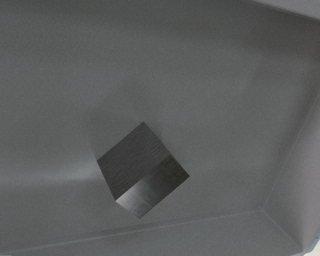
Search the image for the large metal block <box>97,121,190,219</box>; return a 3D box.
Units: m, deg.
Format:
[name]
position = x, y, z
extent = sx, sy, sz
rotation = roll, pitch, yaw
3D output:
[large metal block]
position = -0.023, 0.051, 0.391
extent = 0.080, 0.080, 0.050
rotation = -40, 129, -1
